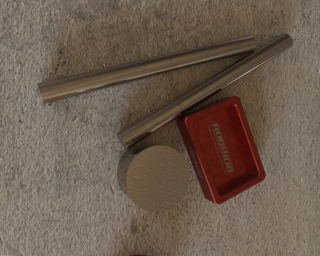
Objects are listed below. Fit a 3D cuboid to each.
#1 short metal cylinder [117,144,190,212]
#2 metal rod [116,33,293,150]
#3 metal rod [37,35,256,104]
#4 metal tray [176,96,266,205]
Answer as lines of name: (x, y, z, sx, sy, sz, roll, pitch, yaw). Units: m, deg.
short metal cylinder: (-0.010, 0.060, 0.393, 0.081, 0.050, 0.080, 0, 90, -20)
metal rod: (0.074, -0.059, 0.436, 0.302, 0.025, 0.025, -32, 101, -17)
metal rod: (-0.002, -0.082, 0.408, 0.302, 0.025, 0.025, -17, 96, -19)
metal tray: (0.088, 0.030, 0.439, 0.091, 0.030, 0.129, -24, 98, -19)
